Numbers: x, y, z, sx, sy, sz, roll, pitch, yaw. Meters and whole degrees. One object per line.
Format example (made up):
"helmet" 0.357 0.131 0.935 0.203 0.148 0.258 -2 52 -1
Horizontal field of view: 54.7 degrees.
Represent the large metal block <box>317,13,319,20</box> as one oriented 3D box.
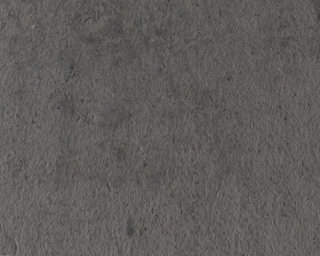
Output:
"large metal block" 0.300 -0.165 0.457 0.080 0.050 0.080 -22 72 -8
